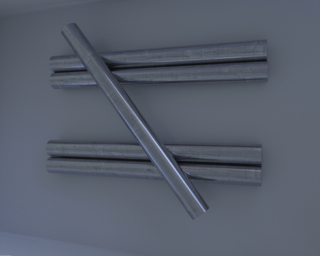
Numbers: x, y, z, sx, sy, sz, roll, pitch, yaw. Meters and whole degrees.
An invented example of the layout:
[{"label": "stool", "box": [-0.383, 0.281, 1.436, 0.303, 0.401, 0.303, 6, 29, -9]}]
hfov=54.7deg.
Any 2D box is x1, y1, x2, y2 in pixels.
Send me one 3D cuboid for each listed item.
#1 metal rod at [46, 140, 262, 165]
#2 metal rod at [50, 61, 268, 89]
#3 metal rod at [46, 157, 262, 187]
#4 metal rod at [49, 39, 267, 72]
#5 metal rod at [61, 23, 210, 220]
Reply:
[{"label": "metal rod", "box": [-0.021, 0.031, 0.416, 0.301, 0.025, 0.025, 0, 90, 19]}, {"label": "metal rod", "box": [-0.015, -0.069, 0.414, 0.301, 0.025, 0.025, 1, 90, 19]}, {"label": "metal rod", "box": [-0.022, 0.056, 0.416, 0.301, 0.025, 0.025, 0, 90, 19]}, {"label": "metal rod", "box": [-0.016, -0.093, 0.414, 0.301, 0.025, 0.025, 1, 90, 19]}, {"label": "metal rod", "box": [-0.038, -0.017, 0.396, 0.025, 0.025, 0.299, -40, 78, 16]}]
